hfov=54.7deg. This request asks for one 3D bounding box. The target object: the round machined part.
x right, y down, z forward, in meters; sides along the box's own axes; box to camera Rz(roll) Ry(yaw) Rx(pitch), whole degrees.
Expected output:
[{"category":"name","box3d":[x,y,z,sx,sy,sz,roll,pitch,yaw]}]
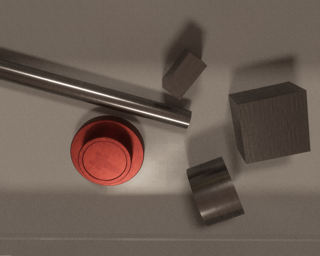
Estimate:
[{"category":"round machined part","box3d":[-0.071,0.036,0.414,0.099,0.042,0.097,0,110,-1]}]

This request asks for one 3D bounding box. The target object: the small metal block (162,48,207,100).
[{"category":"small metal block","box3d":[0.028,-0.067,0.374,0.025,0.050,0.050,35,106,-12]}]

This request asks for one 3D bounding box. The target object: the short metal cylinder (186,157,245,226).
[{"category":"short metal cylinder","box3d":[0.074,0.084,0.414,0.050,0.080,0.080,-21,109,7]}]

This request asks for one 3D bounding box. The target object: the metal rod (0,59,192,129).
[{"category":"metal rod","box3d":[-0.107,-0.049,0.391,0.302,0.025,0.025,15,109,-6]}]

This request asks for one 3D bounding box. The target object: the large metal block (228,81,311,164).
[{"category":"large metal block","box3d":[0.139,-0.008,0.397,0.080,0.050,0.079,-12,110,4]}]
